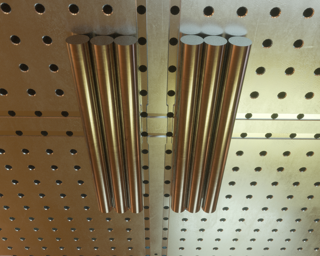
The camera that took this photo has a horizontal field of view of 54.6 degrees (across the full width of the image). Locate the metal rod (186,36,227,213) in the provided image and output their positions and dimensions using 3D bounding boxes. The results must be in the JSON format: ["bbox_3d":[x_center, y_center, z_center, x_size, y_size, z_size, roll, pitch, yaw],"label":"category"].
[{"bbox_3d":[0.058,0.020,0.428,0.025,0.025,0.298,0,130,-1],"label":"metal rod"}]

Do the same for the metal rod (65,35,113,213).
[{"bbox_3d":[-0.089,0.019,0.426,0.025,0.025,0.298,0,130,-1],"label":"metal rod"}]

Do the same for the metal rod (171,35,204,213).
[{"bbox_3d":[0.033,0.019,0.427,0.025,0.025,0.298,0,130,-1],"label":"metal rod"}]

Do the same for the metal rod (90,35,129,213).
[{"bbox_3d":[-0.064,0.020,0.427,0.025,0.025,0.298,0,130,-1],"label":"metal rod"}]

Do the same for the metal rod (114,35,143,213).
[{"bbox_3d":[-0.038,0.020,0.427,0.025,0.025,0.298,0,130,-1],"label":"metal rod"}]

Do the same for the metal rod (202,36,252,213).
[{"bbox_3d":[0.084,0.020,0.429,0.025,0.025,0.298,0,130,-1],"label":"metal rod"}]
